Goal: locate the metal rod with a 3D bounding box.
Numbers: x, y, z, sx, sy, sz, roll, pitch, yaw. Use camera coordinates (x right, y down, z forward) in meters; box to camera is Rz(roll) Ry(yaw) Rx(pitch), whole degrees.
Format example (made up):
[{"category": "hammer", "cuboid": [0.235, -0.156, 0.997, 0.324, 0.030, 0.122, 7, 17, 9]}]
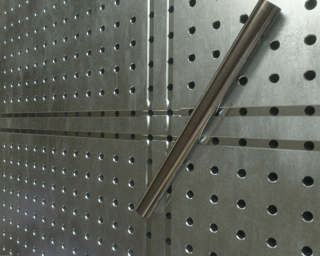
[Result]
[{"category": "metal rod", "cuboid": [0.045, -0.006, 0.372, 0.025, 0.025, 0.298, 44, 116, 31]}]
